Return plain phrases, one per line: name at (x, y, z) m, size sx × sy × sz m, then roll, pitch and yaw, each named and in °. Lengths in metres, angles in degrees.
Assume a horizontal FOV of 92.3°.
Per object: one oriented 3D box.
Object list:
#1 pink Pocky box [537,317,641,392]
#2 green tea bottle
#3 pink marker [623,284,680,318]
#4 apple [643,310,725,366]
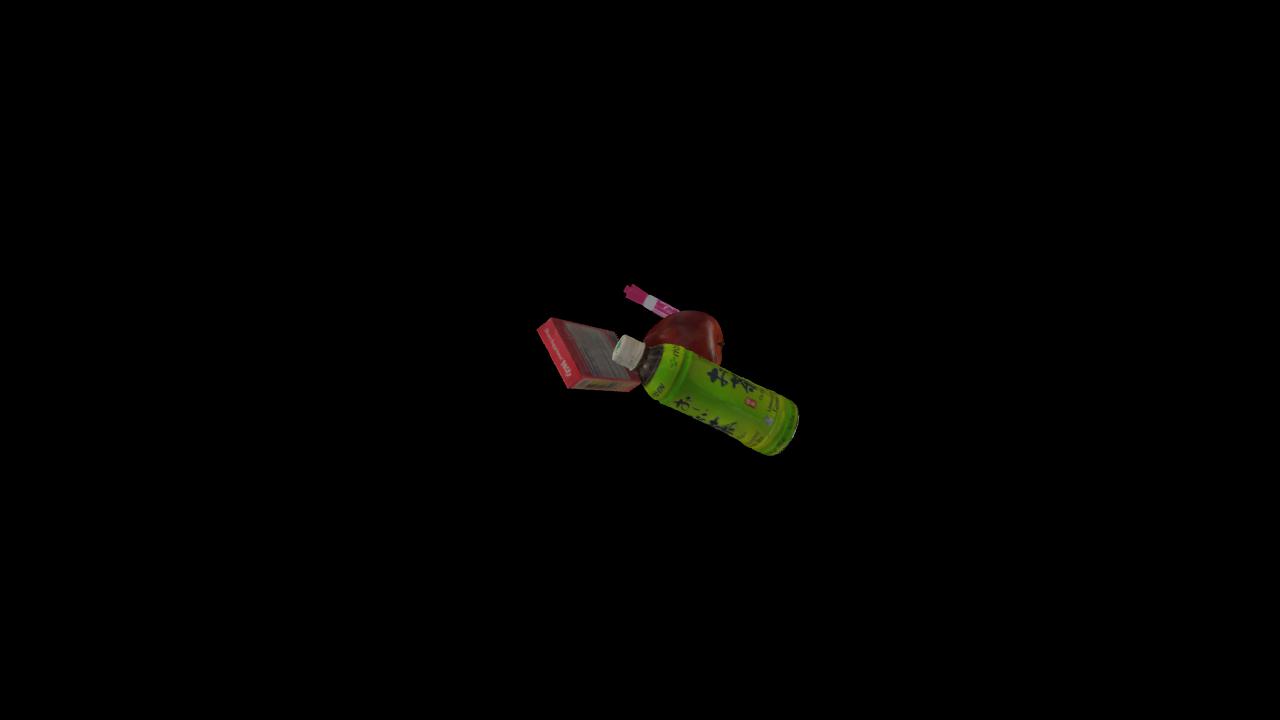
pink Pocky box at (-0.058, -0.003, 0.760) m, size 0.029 × 0.084 × 0.155 m, roll -36°, pitch -18°, yaw 19°
green tea bottle at (0.068, 0.033, 0.667) m, size 0.212 × 0.073 × 0.073 m, roll 26°, pitch -5°, yaw -12°
pink marker at (0.034, -0.058, 0.748) m, size 0.121 × 0.020 × 0.020 m, roll 29°, pitch -2°, yaw -3°
apple at (0.049, -0.015, 0.682) m, size 0.093 × 0.079 × 0.079 m, roll -6°, pitch -2°, yaw 23°
